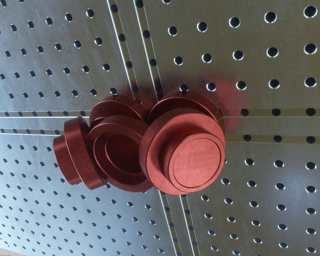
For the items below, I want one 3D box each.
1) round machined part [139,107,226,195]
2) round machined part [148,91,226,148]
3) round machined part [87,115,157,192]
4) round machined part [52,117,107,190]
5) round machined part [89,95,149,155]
[{"bbox_3d":[0.031,0.030,0.336,0.042,0.099,0.097,37,145,59],"label":"round machined part"},{"bbox_3d":[0.029,0.006,0.387,0.098,0.042,0.097,13,124,20],"label":"round machined part"},{"bbox_3d":[-0.037,0.027,0.379,0.098,0.042,0.097,13,124,20],"label":"round machined part"},{"bbox_3d":[-0.108,0.037,0.412,0.042,0.098,0.097,-21,112,-4],"label":"round machined part"},{"bbox_3d":[-0.058,0.006,0.432,0.098,0.042,0.097,13,124,20],"label":"round machined part"}]
